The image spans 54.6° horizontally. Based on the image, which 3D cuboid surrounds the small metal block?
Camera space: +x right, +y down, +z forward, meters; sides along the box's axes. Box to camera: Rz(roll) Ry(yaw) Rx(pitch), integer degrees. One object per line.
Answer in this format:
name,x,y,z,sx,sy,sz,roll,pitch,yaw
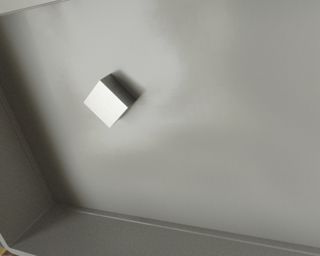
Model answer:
small metal block,-0.068,-0.037,0.423,0.050,0.025,0.050,45,129,-3
